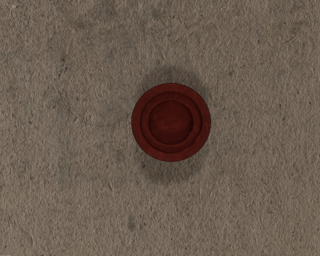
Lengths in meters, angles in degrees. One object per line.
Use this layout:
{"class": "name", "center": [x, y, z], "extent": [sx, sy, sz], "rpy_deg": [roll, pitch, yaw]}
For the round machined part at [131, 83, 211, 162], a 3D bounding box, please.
{"class": "round machined part", "center": [0.014, -0.007, 0.402], "extent": [0.099, 0.042, 0.097], "rpy_deg": [0, 90, -1]}
